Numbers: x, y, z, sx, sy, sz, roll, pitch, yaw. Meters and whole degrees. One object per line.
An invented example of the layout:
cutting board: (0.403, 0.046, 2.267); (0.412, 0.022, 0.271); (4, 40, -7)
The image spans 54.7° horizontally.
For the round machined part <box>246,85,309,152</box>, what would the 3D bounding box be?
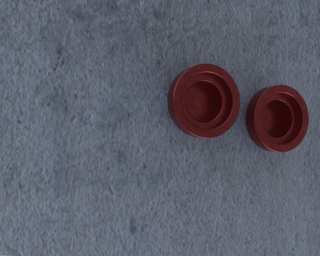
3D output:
round machined part: (0.169, -0.014, 0.464); (0.099, 0.042, 0.097); (0, 90, -21)

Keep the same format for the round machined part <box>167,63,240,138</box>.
round machined part: (0.055, -0.035, 0.422); (0.099, 0.042, 0.097); (0, 90, -21)
